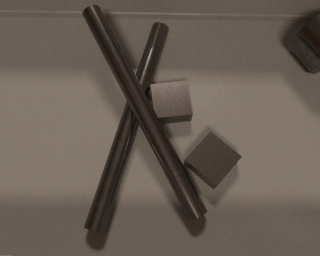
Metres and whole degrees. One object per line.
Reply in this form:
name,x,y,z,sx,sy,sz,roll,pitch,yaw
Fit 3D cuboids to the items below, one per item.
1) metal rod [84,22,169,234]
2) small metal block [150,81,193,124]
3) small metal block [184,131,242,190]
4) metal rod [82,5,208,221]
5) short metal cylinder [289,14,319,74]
metal rod,-0.038,-0.015,0.414,0.025,0.025,0.299,14,70,5
small metal block,0.015,-0.034,0.422,0.050,0.025,0.050,-6,70,-3
small metal block,0.066,0.041,0.395,0.050,0.025,0.050,40,75,13
metal rod,-0.023,-0.025,0.393,0.025,0.025,0.299,-26,82,-9
short metal cylinder,0.229,-0.120,0.427,0.080,0.080,0.050,-29,73,-10
